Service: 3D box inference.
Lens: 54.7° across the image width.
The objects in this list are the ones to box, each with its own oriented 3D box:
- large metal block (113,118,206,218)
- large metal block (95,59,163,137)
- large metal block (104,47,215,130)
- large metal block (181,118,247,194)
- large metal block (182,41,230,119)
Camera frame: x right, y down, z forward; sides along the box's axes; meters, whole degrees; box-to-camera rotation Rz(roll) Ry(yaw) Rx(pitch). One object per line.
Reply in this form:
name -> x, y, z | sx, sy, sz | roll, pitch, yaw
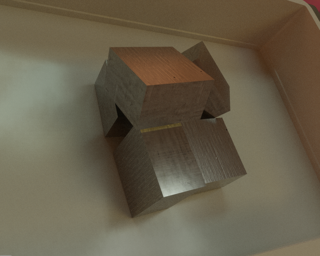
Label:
large metal block -> -0.005, 0.044, 0.340 | 0.050, 0.080, 0.080 | -7, 65, -32
large metal block -> -0.031, -0.036, 0.395 | 0.081, 0.050, 0.080 | -1, 62, -29
large metal block -> -0.004, -0.047, 0.332 | 0.081, 0.050, 0.080 | -10, 42, -32
large metal block -> 0.049, 0.036, 0.391 | 0.081, 0.050, 0.080 | -6, 65, -31
large metal block -> 0.054, -0.062, 0.424 | 0.080, 0.050, 0.080 | 54, 26, -20
